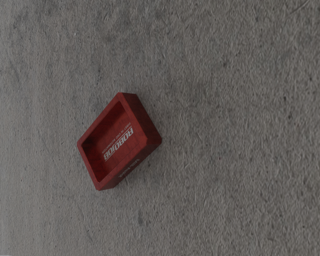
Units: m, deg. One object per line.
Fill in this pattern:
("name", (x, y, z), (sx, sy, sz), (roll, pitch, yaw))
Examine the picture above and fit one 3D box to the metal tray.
("metal tray", (-0.065, 0.021, 0.456), (0.129, 0.030, 0.090), (-45, 63, 31))
